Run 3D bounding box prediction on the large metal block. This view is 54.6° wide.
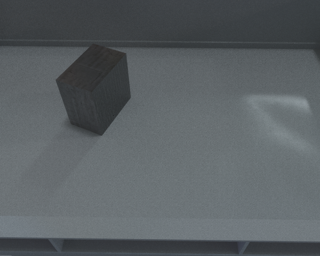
[{"bbox_3d":[-0.083,-0.051,0.412,0.050,0.080,0.080,20,53,16],"label":"large metal block"}]
